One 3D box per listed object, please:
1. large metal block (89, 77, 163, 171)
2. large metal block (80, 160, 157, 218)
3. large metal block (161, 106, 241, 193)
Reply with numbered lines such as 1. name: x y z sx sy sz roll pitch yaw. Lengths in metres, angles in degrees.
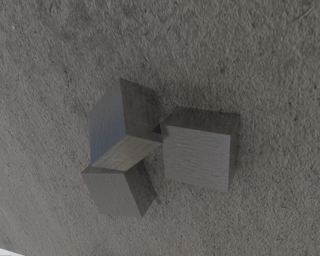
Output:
1. large metal block: -0.046 -0.002 0.386 0.050 0.080 0.080 15 141 -36
2. large metal block: -0.062 0.088 0.478 0.080 0.050 0.080 -5 116 30
3. large metal block: 0.051 0.024 0.379 0.080 0.050 0.079 9 123 23
